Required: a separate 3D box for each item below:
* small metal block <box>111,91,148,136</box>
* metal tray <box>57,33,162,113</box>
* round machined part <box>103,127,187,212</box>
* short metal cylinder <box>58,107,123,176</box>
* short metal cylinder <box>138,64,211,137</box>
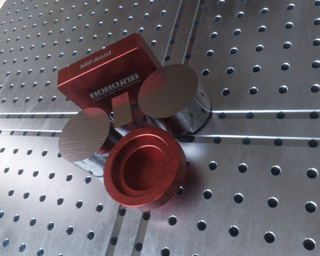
[{"bbox_3d":[-0.039,-0.012,0.414,0.025,0.050,0.050,-23,53,15],"label":"small metal block"},{"bbox_3d":[-0.065,-0.068,0.436,0.130,0.090,0.030,-22,54,16],"label":"metal tray"},{"bbox_3d":[-0.014,0.051,0.368,0.098,0.042,0.098,-13,56,21],"label":"round machined part"},{"bbox_3d":[-0.089,0.019,0.422,0.080,0.050,0.080,-13,56,21],"label":"short metal cylinder"},{"bbox_3d":[0.019,-0.035,0.399,0.080,0.050,0.080,-13,56,21],"label":"short metal cylinder"}]
